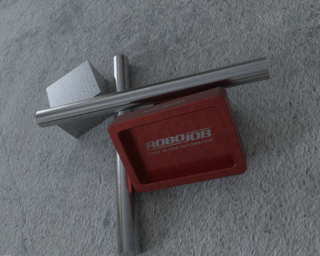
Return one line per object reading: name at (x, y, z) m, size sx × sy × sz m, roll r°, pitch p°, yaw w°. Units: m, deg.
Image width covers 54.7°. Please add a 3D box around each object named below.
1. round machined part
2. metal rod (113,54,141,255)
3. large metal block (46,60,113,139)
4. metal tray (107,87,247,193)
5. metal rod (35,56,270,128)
round machined part at (0.028, -0.014, 0.386) m, size 0.098 × 0.042 × 0.098 m, roll -13°, pitch 56°, yaw 20°
metal rod at (-0.048, 0.013, 0.419) m, size 0.025 × 0.025 × 0.299 m, roll -19°, pitch 54°, yaw 17°
large metal block at (-0.120, -0.044, 0.476) m, size 0.080 × 0.050 × 0.080 m, roll -33°, pitch 52°, yaw 6°
metal tray at (0.019, 0.017, 0.340) m, size 0.130 × 0.090 × 0.030 m, roll -15°, pitch 20°, yaw 19°
metal rod at (-0.024, -0.039, 0.381) m, size 0.301 × 0.025 × 0.025 m, roll -11°, pitch 57°, yaw 19°
